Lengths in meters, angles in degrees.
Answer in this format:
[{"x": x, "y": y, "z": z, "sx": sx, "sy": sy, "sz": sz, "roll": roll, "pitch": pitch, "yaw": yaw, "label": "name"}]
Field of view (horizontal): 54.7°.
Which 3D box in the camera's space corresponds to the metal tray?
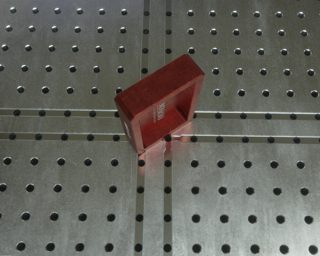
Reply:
[{"x": 0.000, "y": -0.021, "z": 0.363, "sx": 0.090, "sy": 0.130, "sz": 0.030, "roll": -33, "pitch": 74, "yaw": -12, "label": "metal tray"}]
